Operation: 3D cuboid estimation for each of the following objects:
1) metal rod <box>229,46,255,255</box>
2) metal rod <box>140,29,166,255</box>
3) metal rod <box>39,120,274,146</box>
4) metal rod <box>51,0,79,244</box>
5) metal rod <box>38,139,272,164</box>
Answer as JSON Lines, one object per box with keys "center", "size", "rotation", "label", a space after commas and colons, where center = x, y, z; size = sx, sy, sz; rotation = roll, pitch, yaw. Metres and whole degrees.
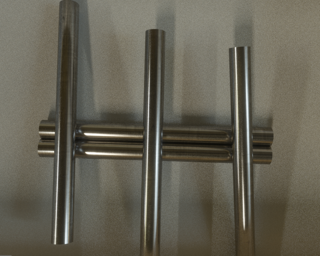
{"center": [0.104, 0.052, 0.389], "size": [0.025, 0.025, 0.298], "rotation": [-4, 98, 0], "label": "metal rod"}
{"center": [-0.009, 0.030, 0.385], "size": [0.025, 0.025, 0.298], "rotation": [1, 90, -1], "label": "metal rod"}
{"center": [-0.004, 0.007, 0.410], "size": [0.302, 0.025, 0.025], "rotation": [2, 90, -1], "label": "metal rod"}
{"center": [-0.117, -0.014, 0.385], "size": [0.025, 0.025, 0.298], "rotation": [-1, 82, -1], "label": "metal rod"}
{"center": [-0.006, 0.031, 0.410], "size": [0.302, 0.025, 0.025], "rotation": [2, 90, -1], "label": "metal rod"}
